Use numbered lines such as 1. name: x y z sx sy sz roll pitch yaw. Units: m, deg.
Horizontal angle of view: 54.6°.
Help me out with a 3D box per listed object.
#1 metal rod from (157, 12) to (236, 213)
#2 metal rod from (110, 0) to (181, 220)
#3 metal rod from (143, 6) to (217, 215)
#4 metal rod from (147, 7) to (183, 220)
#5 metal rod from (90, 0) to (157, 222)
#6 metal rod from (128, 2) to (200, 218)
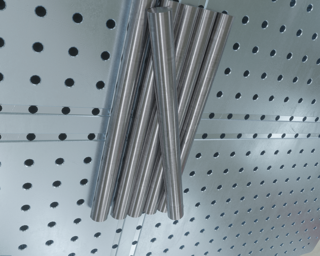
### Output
1. metal rod: 0.041 -0.005 0.430 0.025 0.025 0.298 1 118 -29
2. metal rod: -0.025 -0.005 0.392 0.025 0.025 0.298 1 118 -29
3. metal rod: 0.018 -0.006 0.418 0.025 0.025 0.298 1 118 -29
4. metal rod: 0.012 0.007 0.388 0.025 0.025 0.298 -18 126 -18
5. metal rod: -0.051 -0.007 0.378 0.025 0.025 0.298 1 118 -29
6. metal rod: -0.004 -0.005 0.404 0.025 0.025 0.298 1 118 -29
